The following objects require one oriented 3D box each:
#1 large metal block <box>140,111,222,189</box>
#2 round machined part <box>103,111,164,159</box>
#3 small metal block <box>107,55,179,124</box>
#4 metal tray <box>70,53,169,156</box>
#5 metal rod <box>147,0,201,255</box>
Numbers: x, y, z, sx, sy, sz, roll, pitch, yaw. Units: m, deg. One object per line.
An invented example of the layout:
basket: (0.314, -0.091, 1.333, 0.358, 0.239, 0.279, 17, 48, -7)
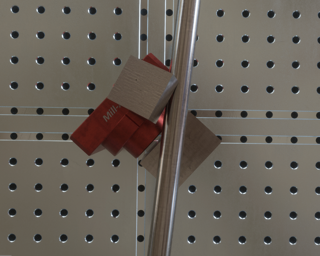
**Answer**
large metal block: (0.023, 0.027, 0.383, 0.050, 0.080, 0.080, 43, 90, -1)
round machined part: (-0.022, -0.001, 0.380, 0.042, 0.098, 0.098, 42, 90, 0)
small metal block: (-0.017, -0.039, 0.315, 0.050, 0.025, 0.050, 28, 88, 18)
metal tray: (-0.044, -0.026, 0.380, 0.030, 0.090, 0.130, 43, 90, 0)
metal rod: (0.014, 0.011, 0.333, 0.025, 0.025, 0.298, 7, 90, -1)
